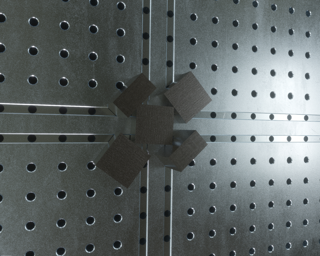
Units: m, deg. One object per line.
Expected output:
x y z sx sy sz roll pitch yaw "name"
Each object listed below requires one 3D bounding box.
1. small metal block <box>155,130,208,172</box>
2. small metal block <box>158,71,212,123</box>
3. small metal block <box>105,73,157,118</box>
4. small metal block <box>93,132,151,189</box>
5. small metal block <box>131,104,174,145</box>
0.027 0.028 0.409 0.050 0.050 0.025 -44 104 -15 "small metal block"
0.034 -0.041 0.425 0.050 0.025 0.050 -42 103 -15 "small metal block"
-0.037 -0.039 0.385 0.025 0.050 0.050 46 77 -15 "small metal block"
-0.049 0.040 0.394 0.050 0.025 0.050 40 77 -16 "small metal block"
-0.010 -0.004 0.408 0.050 0.025 0.050 4 88 -19 "small metal block"
